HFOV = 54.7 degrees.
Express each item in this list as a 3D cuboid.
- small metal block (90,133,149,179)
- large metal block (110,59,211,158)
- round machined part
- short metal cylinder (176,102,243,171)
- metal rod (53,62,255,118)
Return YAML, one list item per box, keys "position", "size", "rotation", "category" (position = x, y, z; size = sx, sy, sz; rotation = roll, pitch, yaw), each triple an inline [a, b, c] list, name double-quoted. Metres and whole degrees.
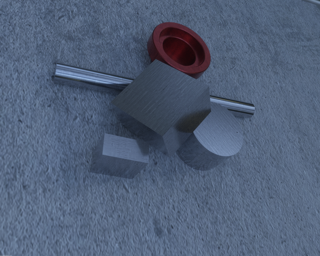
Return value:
- position: [-0.045, 0.033, 0.344]
  size: [0.050, 0.050, 0.025]
  rotation: [13, 56, -21]
  category: "small metal block"
- position: [0.003, -0.025, 0.370]
  size: [0.080, 0.050, 0.080]
  rotation: [33, 69, 28]
  category: "large metal block"
- position: [0.025, -0.111, 0.476]
  size: [0.099, 0.042, 0.098]
  rotation: [14, 56, -21]
  category: "round machined part"
- position: [0.064, 0.011, 0.417]
  size: [0.081, 0.050, 0.080]
  rotation: [14, 56, -21]
  category: "short metal cylinder"
- position: [0.008, -0.048, 0.439]
  size: [0.302, 0.025, 0.025]
  rotation: [8, 58, -24]
  category: "metal rod"
